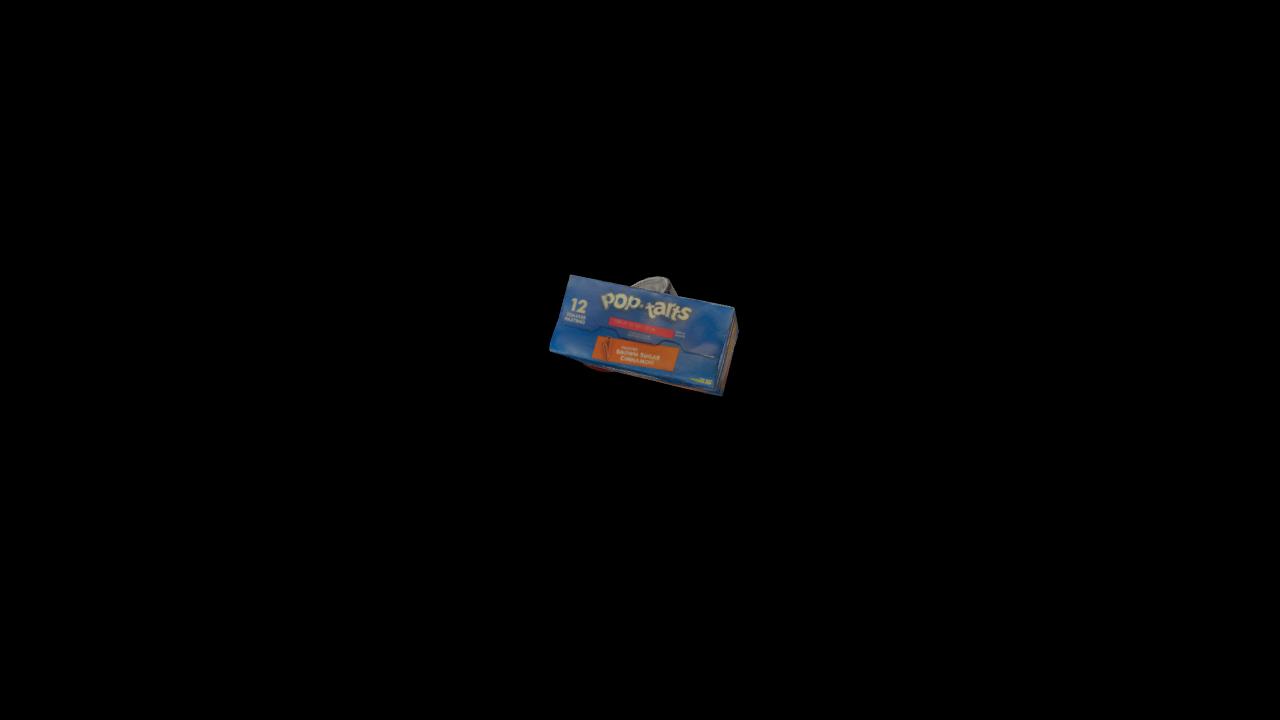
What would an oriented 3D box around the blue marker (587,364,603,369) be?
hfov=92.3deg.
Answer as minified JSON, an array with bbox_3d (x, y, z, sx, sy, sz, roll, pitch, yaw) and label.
[{"bbox_3d":[-0.020,-0.066,0.711,0.121,0.020,0.020,24,10,23],"label":"blue marker"}]

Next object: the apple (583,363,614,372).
[{"bbox_3d":[-0.047,-0.025,0.740,0.093,0.079,0.079,39,0,0],"label":"apple"}]

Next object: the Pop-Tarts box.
[{"bbox_3d":[0.012,-0.021,0.649,0.167,0.083,0.141,12,-4,12],"label":"Pop-Tarts box"}]

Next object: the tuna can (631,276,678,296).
[{"bbox_3d":[0.003,-0.058,0.688,0.084,0.034,0.084,-25,28,14],"label":"tuna can"}]
